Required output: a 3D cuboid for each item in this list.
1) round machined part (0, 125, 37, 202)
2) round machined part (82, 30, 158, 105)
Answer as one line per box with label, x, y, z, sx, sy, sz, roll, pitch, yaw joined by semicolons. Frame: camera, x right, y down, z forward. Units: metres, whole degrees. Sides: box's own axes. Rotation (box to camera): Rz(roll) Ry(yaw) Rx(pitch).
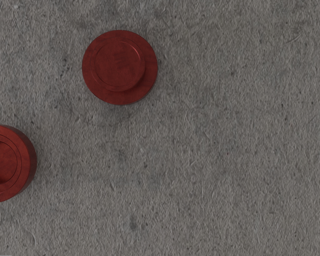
round machined part;-0.208;0.044;0.400;0.099;0.042;0.097;0;90;0
round machined part;-0.052;-0.079;0.401;0.099;0.042;0.097;0;90;0
